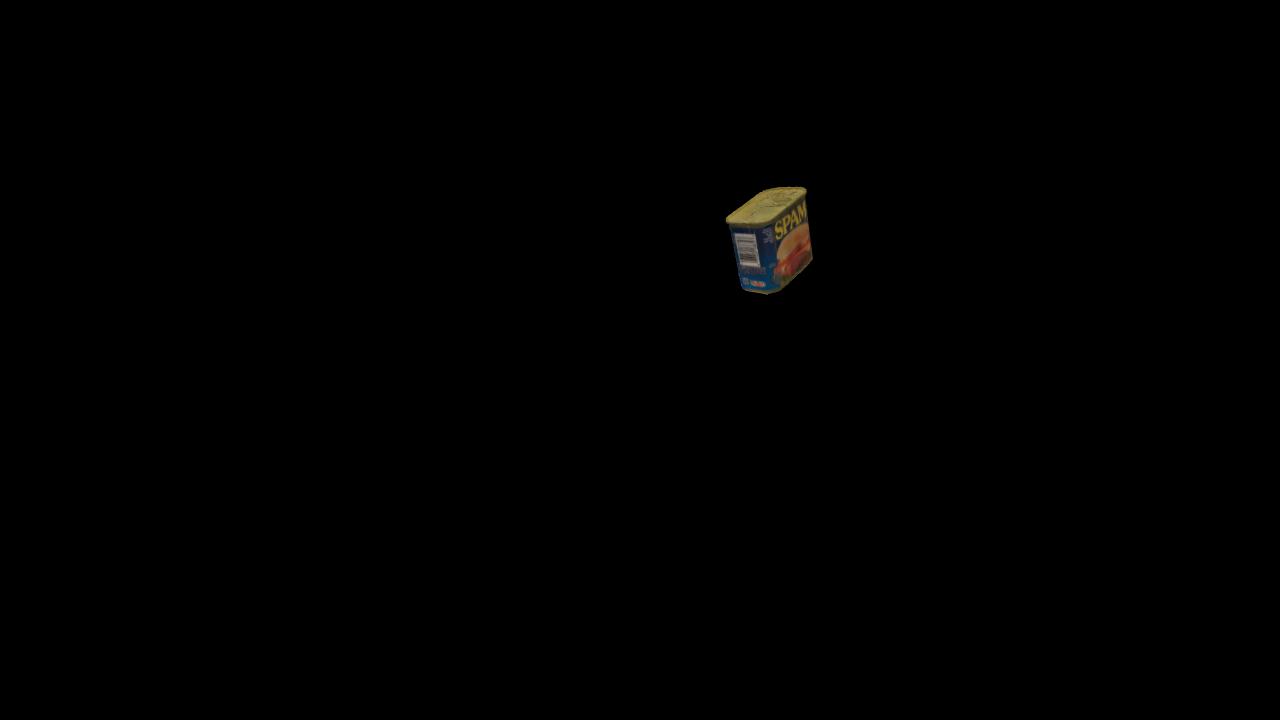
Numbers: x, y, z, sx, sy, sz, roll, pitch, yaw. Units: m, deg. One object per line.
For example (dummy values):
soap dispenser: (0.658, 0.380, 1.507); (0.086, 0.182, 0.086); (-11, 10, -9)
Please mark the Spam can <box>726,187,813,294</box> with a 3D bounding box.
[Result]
Spam can: (0.146, -0.133, 0.682); (0.058, 0.085, 0.101); (14, 42, 41)
